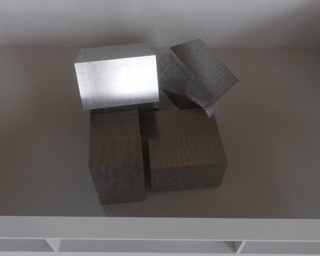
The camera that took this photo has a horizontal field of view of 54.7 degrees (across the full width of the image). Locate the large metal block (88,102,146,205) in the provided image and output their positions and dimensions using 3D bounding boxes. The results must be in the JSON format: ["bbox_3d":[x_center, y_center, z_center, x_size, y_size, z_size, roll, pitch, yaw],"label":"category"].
[{"bbox_3d":[-0.046,0.028,0.343,0.050,0.080,0.080,-5,50,-5],"label":"large metal block"}]

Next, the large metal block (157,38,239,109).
[{"bbox_3d":[0.046,-0.067,0.410,0.080,0.050,0.081,50,41,7],"label":"large metal block"}]

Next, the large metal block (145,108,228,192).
[{"bbox_3d":[0.026,0.024,0.364,0.081,0.050,0.080,-4,50,-4],"label":"large metal block"}]

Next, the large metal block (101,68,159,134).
[{"bbox_3d":[-0.042,-0.038,0.419,0.081,0.050,0.080,-1,50,-1],"label":"large metal block"}]

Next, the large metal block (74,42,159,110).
[{"bbox_3d":[-0.048,-0.062,0.354,0.081,0.050,0.080,-7,25,-6],"label":"large metal block"}]
